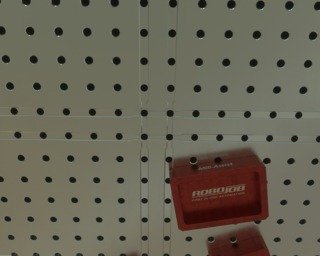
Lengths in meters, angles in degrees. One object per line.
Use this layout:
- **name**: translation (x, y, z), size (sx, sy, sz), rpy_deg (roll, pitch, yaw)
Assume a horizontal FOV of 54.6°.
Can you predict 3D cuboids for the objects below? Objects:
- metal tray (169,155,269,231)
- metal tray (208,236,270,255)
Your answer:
- **metal tray**: translation (0.084, 0.095, 0.445), size (0.131, 0.030, 0.089), rpy_deg (-9, 110, 3)
- **metal tray**: translation (0.142, 0.246, 0.502), size (0.090, 0.030, 0.129), rpy_deg (-20, 109, 7)
